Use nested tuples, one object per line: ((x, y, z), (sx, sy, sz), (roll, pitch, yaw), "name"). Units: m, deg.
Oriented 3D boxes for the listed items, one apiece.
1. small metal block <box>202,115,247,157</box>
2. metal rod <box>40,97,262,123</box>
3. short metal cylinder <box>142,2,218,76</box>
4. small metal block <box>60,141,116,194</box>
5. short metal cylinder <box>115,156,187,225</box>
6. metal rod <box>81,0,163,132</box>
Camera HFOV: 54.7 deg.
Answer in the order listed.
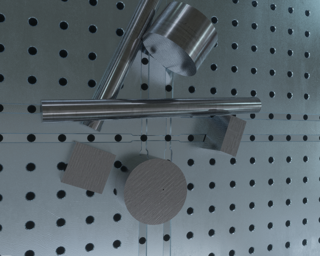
((0.089, 0.010, 0.432), (0.025, 0.050, 0.050), (21, 83, -19), "small metal block")
((0.009, -0.026, 0.397), (0.303, 0.025, 0.025), (-3, 91, -27), "metal rod")
((0.025, -0.111, 0.393), (0.080, 0.080, 0.050), (37, 78, -16), "short metal cylinder")
((-0.088, 0.048, 0.380), (0.050, 0.025, 0.050), (22, 83, -19), "small metal block")
((-0.013, 0.076, 0.395), (0.081, 0.050, 0.079), (0, 90, -20), "short metal cylinder")
((-0.025, -0.135, 0.402), (0.025, 0.025, 0.299), (27, 81, -18), "metal rod")
